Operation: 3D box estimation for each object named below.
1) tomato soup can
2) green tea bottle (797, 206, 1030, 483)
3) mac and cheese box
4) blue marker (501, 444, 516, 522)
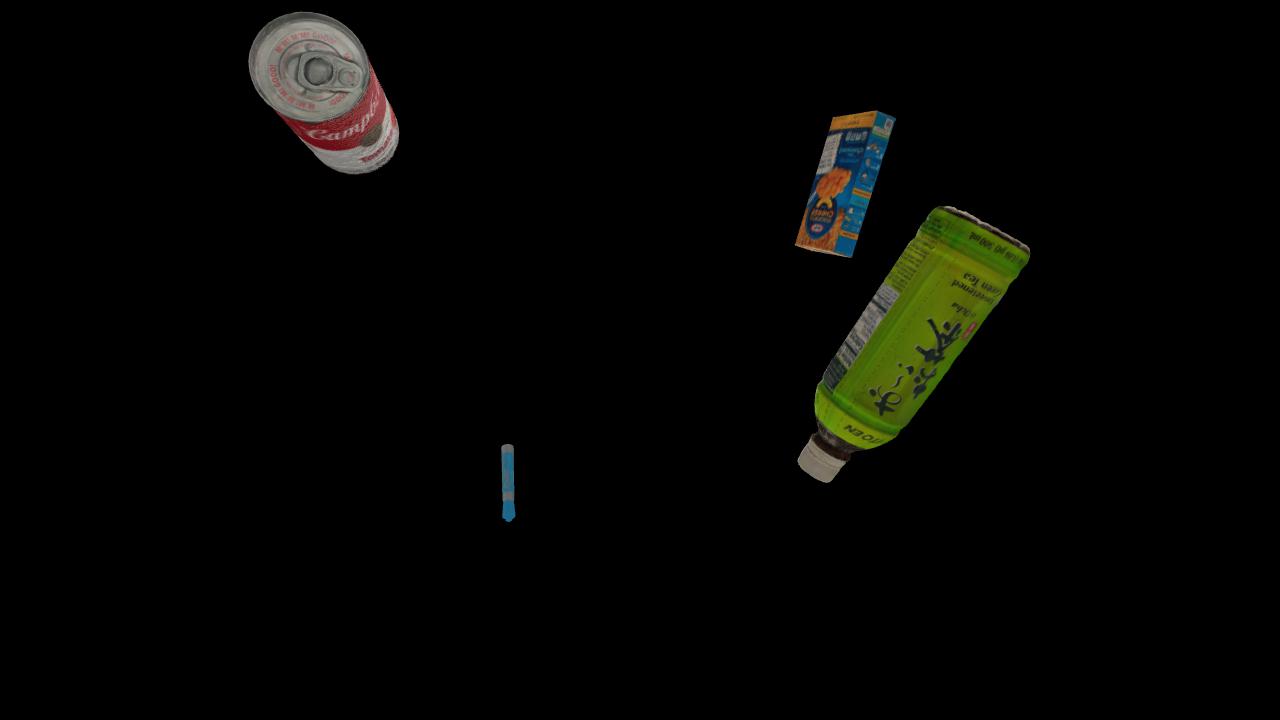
[{"bbox_3d":[-0.207,-0.173,0.415,0.068,0.068,0.101,0,-2,-11],"label":"tomato soup can"},{"bbox_3d":[0.181,-0.002,0.442,0.073,0.212,0.073,25,22,-11],"label":"green tea bottle"},{"bbox_3d":[0.277,-0.239,0.843,0.041,0.184,0.093,10,12,-24],"label":"mac and cheese box"},{"bbox_3d":[-0.196,0.182,0.914,0.020,0.121,0.020,-7,-37,-5],"label":"blue marker"}]
